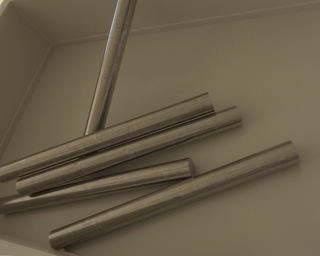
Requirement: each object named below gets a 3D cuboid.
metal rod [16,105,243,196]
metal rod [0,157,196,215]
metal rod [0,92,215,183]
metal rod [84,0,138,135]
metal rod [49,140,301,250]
[{"bbox_3d":[-0.047,0.033,0.393,0.301,0.025,0.025,-19,54,10],"label":"metal rod"},{"bbox_3d":[-0.100,0.081,0.406,0.301,0.025,0.025,-14,56,19],"label":"metal rod"},{"bbox_3d":[-0.078,0.016,0.399,0.301,0.025,0.025,-19,54,11],"label":"metal rod"},{"bbox_3d":[-0.063,-0.096,0.416,0.025,0.025,0.298,20,97,35],"label":"metal rod"},{"bbox_3d":[0.004,0.082,0.352,0.301,0.025,0.025,-23,53,13],"label":"metal rod"}]
